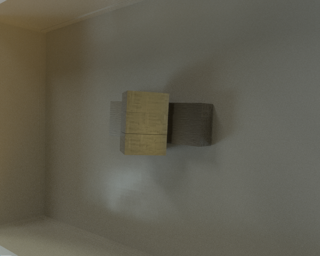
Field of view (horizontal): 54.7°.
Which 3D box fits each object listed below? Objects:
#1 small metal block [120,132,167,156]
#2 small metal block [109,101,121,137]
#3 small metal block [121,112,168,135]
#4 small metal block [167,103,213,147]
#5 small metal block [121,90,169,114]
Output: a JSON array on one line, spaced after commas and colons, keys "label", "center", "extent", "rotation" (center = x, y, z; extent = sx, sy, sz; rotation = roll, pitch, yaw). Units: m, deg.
[{"label": "small metal block", "center": [-0.023, 0.019, 0.392], "extent": [0.050, 0.050, 0.025], "rotation": [-172, 84, -76]}, {"label": "small metal block", "center": [-0.045, -0.012, 0.440], "extent": [0.050, 0.025, 0.050], "rotation": [5, 93, 39]}, {"label": "small metal block", "center": [-0.021, -0.006, 0.391], "extent": [0.050, 0.050, 0.025], "rotation": [-172, 84, -76]}, {"label": "small metal block", "center": [0.035, -0.005, 0.375], "extent": [0.050, 0.025, 0.050], "rotation": [4, 93, 39]}, {"label": "small metal block", "center": [-0.020, -0.031, 0.389], "extent": [0.050, 0.050, 0.025], "rotation": [-169, 81, -76]}]
